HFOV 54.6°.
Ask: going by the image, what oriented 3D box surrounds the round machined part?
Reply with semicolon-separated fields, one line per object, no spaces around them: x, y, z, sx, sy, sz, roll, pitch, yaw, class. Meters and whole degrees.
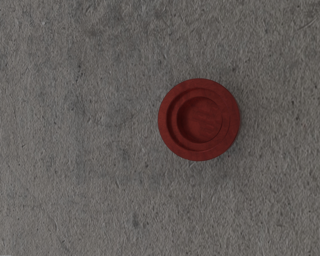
0.050;-0.010;0.382;0.098;0.042;0.097;0;90;20;round machined part
